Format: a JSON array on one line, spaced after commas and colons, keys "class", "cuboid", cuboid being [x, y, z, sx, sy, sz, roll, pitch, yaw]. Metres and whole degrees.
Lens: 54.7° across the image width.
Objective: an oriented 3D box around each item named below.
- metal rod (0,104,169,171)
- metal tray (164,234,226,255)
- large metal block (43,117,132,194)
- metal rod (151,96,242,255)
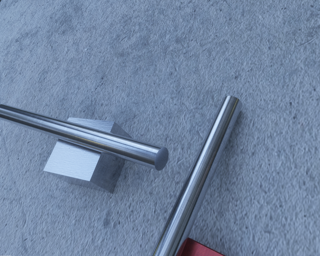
[{"class": "metal rod", "cuboid": [-0.121, 0.003, 0.399, 0.300, 0.025, 0.025, 13, 68, 33]}, {"class": "metal tray", "cuboid": [0.052, 0.162, 0.274, 0.130, 0.030, 0.090, 16, 70, 34]}, {"class": "large metal block", "cuboid": [-0.094, 0.035, 0.414, 0.080, 0.050, 0.080, 6, 64, 30]}, {"class": "metal rod", "cuboid": [0.024, 0.084, 0.304, 0.025, 0.025, 0.300, 9, 55, 32]}]
